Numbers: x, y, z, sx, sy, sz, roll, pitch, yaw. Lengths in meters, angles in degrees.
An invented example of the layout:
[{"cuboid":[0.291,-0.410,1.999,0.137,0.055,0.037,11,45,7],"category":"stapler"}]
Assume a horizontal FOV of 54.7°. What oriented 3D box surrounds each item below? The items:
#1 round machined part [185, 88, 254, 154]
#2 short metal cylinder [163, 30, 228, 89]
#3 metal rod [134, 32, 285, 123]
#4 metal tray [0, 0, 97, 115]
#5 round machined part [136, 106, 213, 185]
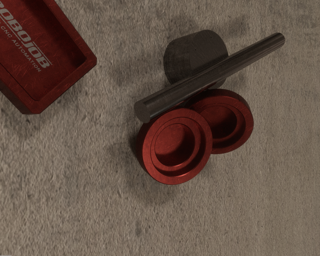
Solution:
[{"cuboid":[0.079,-0.013,0.438,0.098,0.098,0.042,53,23,-27],"category":"round machined part"},{"cuboid":[0.052,-0.092,0.434,0.081,0.050,0.079,0,90,-40],"category":"short metal cylinder"},{"cuboid":[0.086,-0.079,0.413,0.302,0.025,0.025,-31,110,-36],"category":"metal rod"},{"cuboid":[-0.132,-0.088,0.290,0.090,0.030,0.130,-51,120,-28],"category":"metal tray"},{"cuboid":[0.015,0.019,0.396,0.099,0.042,0.097,-7,105,-24],"category":"round machined part"}]
